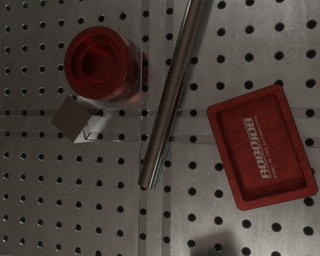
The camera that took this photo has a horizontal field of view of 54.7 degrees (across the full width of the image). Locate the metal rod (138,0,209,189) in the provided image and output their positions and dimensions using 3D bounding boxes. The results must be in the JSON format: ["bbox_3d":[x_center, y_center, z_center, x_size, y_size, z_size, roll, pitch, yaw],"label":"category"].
[{"bbox_3d":[0.022,-0.066,0.404,0.025,0.025,0.298,17,96,19],"label":"metal rod"}]

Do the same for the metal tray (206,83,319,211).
[{"bbox_3d":[0.118,0.023,0.367,0.090,0.030,0.129,-19,84,18],"label":"metal tray"}]

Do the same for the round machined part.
[{"bbox_3d":[-0.079,-0.087,0.430,0.098,0.042,0.097,0,90,19],"label":"round machined part"}]

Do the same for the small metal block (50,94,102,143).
[{"bbox_3d":[-0.123,-0.013,0.455,0.050,0.025,0.050,40,102,15],"label":"small metal block"}]
